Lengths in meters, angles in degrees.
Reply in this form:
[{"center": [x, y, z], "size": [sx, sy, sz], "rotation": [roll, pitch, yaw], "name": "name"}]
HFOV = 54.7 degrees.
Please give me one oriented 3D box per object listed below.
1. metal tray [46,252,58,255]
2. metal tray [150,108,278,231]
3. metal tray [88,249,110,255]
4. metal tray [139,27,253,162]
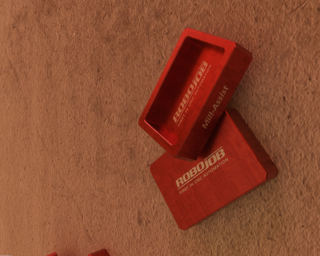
[{"center": [-0.175, 0.287, 0.525], "size": [0.130, 0.030, 0.089], "rotation": [62, 146, 21], "name": "metal tray"}, {"center": [0.054, 0.049, 0.357], "size": [0.129, 0.030, 0.090], "rotation": [-43, 64, 31], "name": "metal tray"}, {"center": [-0.081, 0.265, 0.469], "size": [0.130, 0.030, 0.089], "rotation": [46, 118, 30], "name": "metal tray"}, {"center": [0.033, -0.039, 0.346], "size": [0.090, 0.030, 0.129], "rotation": [40, 107, 50], "name": "metal tray"}]
